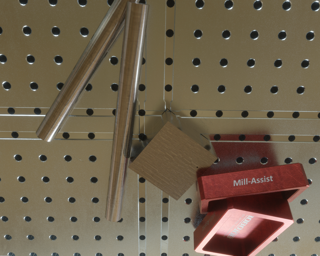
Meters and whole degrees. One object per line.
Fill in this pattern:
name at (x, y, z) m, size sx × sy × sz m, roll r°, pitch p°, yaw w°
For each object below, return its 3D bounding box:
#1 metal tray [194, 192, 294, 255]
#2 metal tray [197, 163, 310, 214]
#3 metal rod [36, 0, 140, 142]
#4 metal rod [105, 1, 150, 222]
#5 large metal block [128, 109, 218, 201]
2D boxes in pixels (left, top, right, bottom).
metal tray at (0.111, 0.140, 0.435) m, size 0.091 × 0.030 × 0.129 m, roll 13°, pitch 133°, yaw -9°
metal tray at (0.117, 0.084, 0.415) m, size 0.131 × 0.030 × 0.090 m, roll -8°, pitch 153°, yaw 2°
metal rod at (-0.069, -0.105, 0.373) m, size 0.025 × 0.025 × 0.299 m, roll 33°, pitch 106°, yaw -12°
metal rod at (-0.046, -0.003, 0.400) m, size 0.025 × 0.025 × 0.298 m, roll 8°, pitch 114°, yaw -4°
large metal block at (0.016, 0.035, 0.413) m, size 0.080 × 0.050 × 0.080 m, roll 37°, pitch 106°, yaw -13°
